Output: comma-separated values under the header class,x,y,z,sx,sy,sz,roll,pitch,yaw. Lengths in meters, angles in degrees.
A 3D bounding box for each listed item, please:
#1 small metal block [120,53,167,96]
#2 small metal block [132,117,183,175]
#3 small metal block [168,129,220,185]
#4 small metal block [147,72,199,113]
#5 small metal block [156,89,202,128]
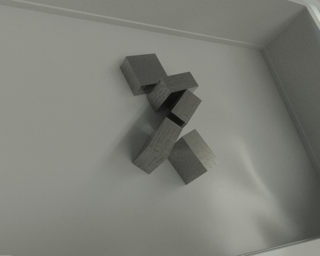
class,x,y,z,sx,sy,sz,roll,pitch,yaw
small metal block,-0.021,-0.077,0.443,0.050,0.025,0.050,-16,70,-35
small metal block,-0.003,0.022,0.376,0.025,0.050,0.050,35,51,-6
small metal block,0.039,0.037,0.390,0.025,0.050,0.050,-29,78,-38
small metal block,0.017,-0.050,0.431,0.050,0.050,0.025,-18,71,-35
small metal block,0.024,-0.017,0.415,0.025,0.050,0.050,38,51,-3
